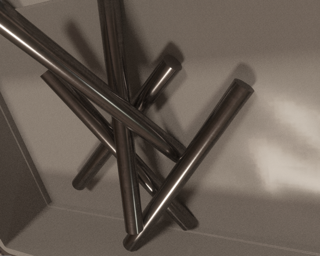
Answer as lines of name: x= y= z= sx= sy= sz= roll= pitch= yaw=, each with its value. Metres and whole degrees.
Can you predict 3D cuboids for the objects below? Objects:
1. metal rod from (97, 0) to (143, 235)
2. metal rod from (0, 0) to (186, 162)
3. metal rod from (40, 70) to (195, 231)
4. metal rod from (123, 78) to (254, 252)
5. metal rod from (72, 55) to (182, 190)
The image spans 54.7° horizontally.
metal rod: x=-0.047 y=-0.003 z=0.388 sx=0.025 sy=0.025 sz=0.298 roll=3 pitch=107 yaw=26
metal rod: x=-0.068 y=-0.040 z=0.331 sx=0.025 sy=0.025 sz=0.301 roll=-20 pitch=136 yaw=35
metal rod: x=-0.046 y=0.038 z=0.427 sx=0.025 sy=0.025 sz=0.300 roll=-25 pitch=114 yaw=36
metal rod: x=0.023 y=0.066 z=0.403 sx=0.025 sy=0.025 sz=0.298 roll=34 pitch=119 yaw=5
metal rod: x=-0.063 y=0.012 z=0.447 sx=0.025 sy=0.025 sz=0.298 roll=42 pitch=129 yaw=-1
